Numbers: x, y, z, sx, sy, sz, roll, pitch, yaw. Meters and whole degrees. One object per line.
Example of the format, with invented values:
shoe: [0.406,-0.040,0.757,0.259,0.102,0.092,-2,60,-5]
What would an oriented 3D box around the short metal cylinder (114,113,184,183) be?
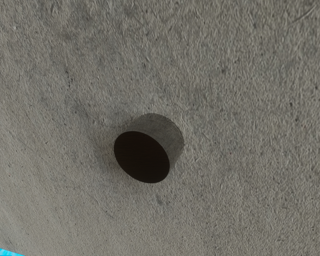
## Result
short metal cylinder: [-0.014,0.027,0.415,0.080,0.050,0.080,13,124,21]
